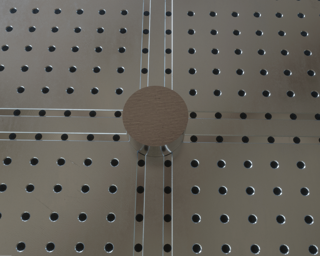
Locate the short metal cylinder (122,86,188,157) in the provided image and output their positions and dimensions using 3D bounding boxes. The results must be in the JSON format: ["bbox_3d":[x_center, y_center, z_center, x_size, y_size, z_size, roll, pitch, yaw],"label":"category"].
[{"bbox_3d":[-0.006,-0.008,0.401,0.081,0.050,0.080,0,70,0],"label":"short metal cylinder"}]
